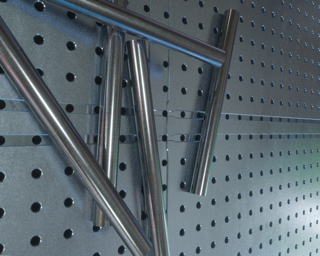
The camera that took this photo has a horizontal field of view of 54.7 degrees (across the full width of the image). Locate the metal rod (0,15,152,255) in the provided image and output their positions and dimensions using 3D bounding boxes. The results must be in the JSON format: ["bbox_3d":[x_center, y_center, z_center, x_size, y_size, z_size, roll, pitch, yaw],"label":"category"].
[{"bbox_3d":[-0.092,0.013,0.312,0.025,0.025,0.299,-40,108,-33],"label":"metal rod"}]

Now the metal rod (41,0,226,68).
[{"bbox_3d":[-0.048,-0.122,0.338,0.302,0.025,0.025,13,82,-30],"label":"metal rod"}]

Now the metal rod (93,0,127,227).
[{"bbox_3d":[-0.057,-0.039,0.362,0.025,0.025,0.298,5,87,-40],"label":"metal rod"}]

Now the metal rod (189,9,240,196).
[{"bbox_3d":[0.087,-0.045,0.484,0.025,0.025,0.299,20,77,-39],"label":"metal rod"}]

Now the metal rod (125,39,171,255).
[{"bbox_3d":[-0.013,0.040,0.399,0.025,0.025,0.298,-11,98,-40],"label":"metal rod"}]
